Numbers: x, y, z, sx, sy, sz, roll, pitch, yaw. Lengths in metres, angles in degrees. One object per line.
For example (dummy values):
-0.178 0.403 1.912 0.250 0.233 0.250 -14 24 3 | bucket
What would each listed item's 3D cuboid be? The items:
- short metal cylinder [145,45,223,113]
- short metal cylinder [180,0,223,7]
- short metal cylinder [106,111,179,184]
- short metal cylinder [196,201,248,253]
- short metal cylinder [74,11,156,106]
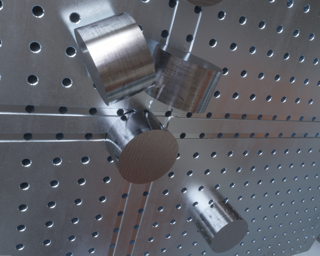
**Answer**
0.025 -0.057 0.355 0.081 0.080 0.050 9 114 -33 | short metal cylinder
0.037 -0.169 0.312 0.081 0.050 0.079 -14 125 -21 | short metal cylinder
-0.023 0.025 0.399 0.081 0.050 0.079 -14 125 -21 | short metal cylinder
0.115 0.183 0.574 0.081 0.050 0.079 -14 125 -21 | short metal cylinder
-0.045 -0.068 0.310 0.050 0.080 0.080 -25 128 -13 | short metal cylinder
